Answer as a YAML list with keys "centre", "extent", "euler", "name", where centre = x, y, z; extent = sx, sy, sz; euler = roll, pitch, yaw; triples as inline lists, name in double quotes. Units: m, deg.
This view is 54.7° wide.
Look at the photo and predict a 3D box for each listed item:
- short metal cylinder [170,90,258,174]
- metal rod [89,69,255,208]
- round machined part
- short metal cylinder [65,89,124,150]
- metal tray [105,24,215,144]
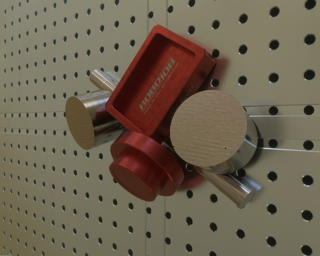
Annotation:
- centre: [0.058, 0.006, 0.330]
  extent: [0.080, 0.050, 0.080]
  euler: [-9, 69, 26]
  name: "short metal cylinder"
- centre: [-0.004, -0.003, 0.413]
  extent: [0.300, 0.025, 0.025]
  euler: [39, 114, 33]
  name: "metal rod"
- centre: [-0.023, 0.053, 0.382]
  extent: [0.098, 0.042, 0.098]
  euler: [27, 148, 19]
  name: "round machined part"
- centre: [-0.097, -0.013, 0.458]
  extent: [0.080, 0.050, 0.079]
  euler: [24, 124, 42]
  name: "short metal cylinder"
- centre: [-0.004, -0.054, 0.390]
  extent: [0.090, 0.030, 0.130]
  euler: [39, 100, 33]
  name: "metal tray"
